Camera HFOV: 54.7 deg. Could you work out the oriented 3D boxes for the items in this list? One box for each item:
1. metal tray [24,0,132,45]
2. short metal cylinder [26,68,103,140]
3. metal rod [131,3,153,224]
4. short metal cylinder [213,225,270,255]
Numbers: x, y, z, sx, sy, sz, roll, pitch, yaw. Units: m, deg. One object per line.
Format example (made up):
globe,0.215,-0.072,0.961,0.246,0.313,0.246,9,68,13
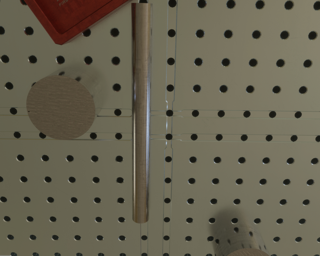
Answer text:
metal tray,-0.087,-0.166,0.348,0.130,0.030,0.090,-30,108,10
short metal cylinder,-0.116,-0.031,0.387,0.081,0.050,0.079,0,110,0
metal rod,-0.025,-0.005,0.411,0.025,0.025,0.298,1,110,-1
short metal cylinder,0.126,0.198,0.474,0.081,0.050,0.079,0,110,0
